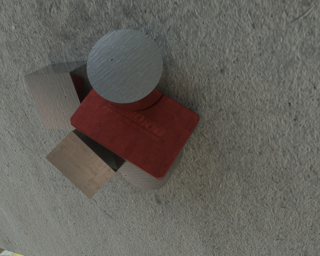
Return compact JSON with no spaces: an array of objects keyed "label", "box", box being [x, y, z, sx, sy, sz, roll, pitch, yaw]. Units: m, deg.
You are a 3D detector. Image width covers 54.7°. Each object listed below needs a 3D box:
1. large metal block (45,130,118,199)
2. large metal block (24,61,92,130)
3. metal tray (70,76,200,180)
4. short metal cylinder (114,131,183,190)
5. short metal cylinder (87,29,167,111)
[{"label":"large metal block","box":[-0.104,0.046,0.447,0.080,0.080,0.050,44,93,-3]},{"label":"large metal block","box":[-0.126,-0.045,0.428,0.080,0.050,0.080,1,119,27]},{"label":"metal tray","box":[-0.030,-0.007,0.379,0.130,0.090,0.030,31,168,8]},{"label":"short metal cylinder","box":[-0.015,0.038,0.424,0.080,0.050,0.079,13,124,21]},{"label":"short metal cylinder","box":[-0.034,-0.062,0.346,0.080,0.050,0.080,-1,84,5]}]
